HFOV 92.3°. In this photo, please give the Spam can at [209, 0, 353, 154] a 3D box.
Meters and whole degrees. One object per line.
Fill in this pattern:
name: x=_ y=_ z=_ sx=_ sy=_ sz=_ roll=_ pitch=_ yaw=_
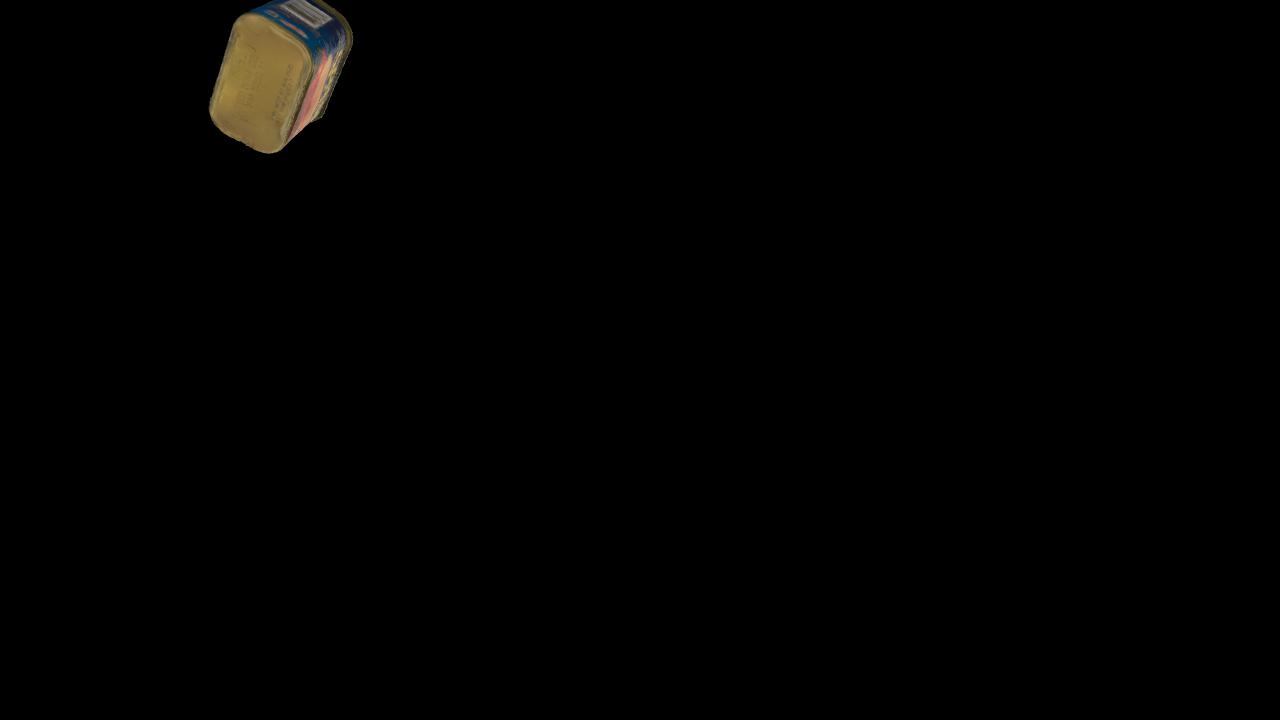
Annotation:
Spam can: x=-0.273 y=-0.220 z=0.469 sx=0.058 sy=0.101 sz=0.085 roll=28 pitch=32 yaw=-23
